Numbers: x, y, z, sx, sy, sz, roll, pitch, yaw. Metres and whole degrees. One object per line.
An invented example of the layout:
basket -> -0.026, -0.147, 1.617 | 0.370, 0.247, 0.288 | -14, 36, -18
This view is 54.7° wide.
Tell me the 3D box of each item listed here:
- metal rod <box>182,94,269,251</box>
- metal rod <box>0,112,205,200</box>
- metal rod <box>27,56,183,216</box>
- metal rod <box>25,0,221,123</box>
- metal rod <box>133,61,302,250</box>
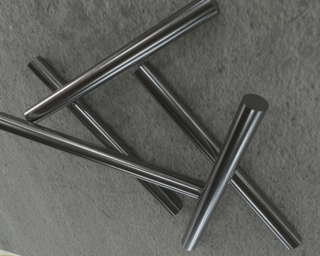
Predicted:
metal rod -> 0.068, 0.080, 0.391 | 0.025, 0.025, 0.298 | 24, 136, 13
metal rod -> -0.084, 0.038, 0.433 | 0.301, 0.025, 0.025 | 19, 127, 1
metal rod -> -0.076, 0.015, 0.454 | 0.300, 0.025, 0.025 | 47, 129, -5
metal rod -> -0.066, -0.070, 0.376 | 0.300, 0.025, 0.025 | -24, 106, 30
metal rod -> 0.076, 0.038, 0.389 | 0.300, 0.025, 0.025 | 48, 129, -6
